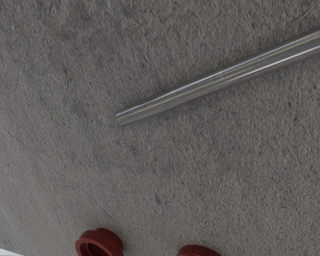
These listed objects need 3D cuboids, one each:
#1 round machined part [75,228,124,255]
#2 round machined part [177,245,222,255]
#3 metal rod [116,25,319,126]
[{"bbox_3d":[-0.111,0.233,0.599,0.098,0.042,0.097,13,124,21],"label":"round machined part"},{"bbox_3d":[0.067,0.245,0.512,0.098,0.042,0.097,13,124,21],"label":"round machined part"},{"bbox_3d":[0.066,-0.053,0.339,0.300,0.025,0.025,-19,109,35],"label":"metal rod"}]
